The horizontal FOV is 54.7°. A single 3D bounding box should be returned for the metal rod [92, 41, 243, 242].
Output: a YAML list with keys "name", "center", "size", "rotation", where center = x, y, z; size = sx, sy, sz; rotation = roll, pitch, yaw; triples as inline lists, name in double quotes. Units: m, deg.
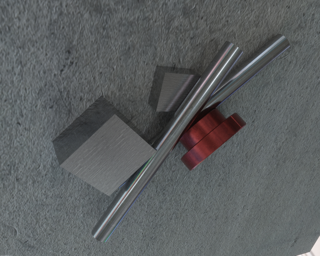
- name: "metal rod"
  center: [0.003, 0.025, 0.391]
  size: [0.025, 0.025, 0.299]
  rotation: [27, 103, -38]

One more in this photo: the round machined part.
- name: "round machined part"
  center: [0.065, 0.011, 0.419]
  size: [0.098, 0.042, 0.098]
  rotation: [-39, 170, -8]

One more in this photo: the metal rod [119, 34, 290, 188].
- name: "metal rod"
  center: [0.054, -0.024, 0.423]
  size: [0.300, 0.025, 0.025]
  rotation: [-40, 130, -2]

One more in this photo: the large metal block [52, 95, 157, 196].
- name: "large metal block"
  center: [-0.065, 0.022, 0.370]
  size: [0.080, 0.050, 0.080]
  rotation: [-43, 130, 1]

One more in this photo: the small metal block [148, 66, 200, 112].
- name: "small metal block"
  center: [0.017, -0.048, 0.388]
  size: [0.050, 0.025, 0.050]
  rotation: [-1, 119, -28]
